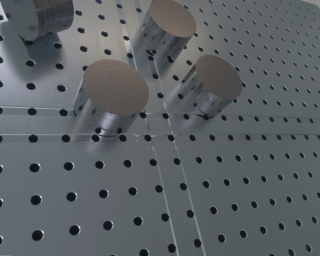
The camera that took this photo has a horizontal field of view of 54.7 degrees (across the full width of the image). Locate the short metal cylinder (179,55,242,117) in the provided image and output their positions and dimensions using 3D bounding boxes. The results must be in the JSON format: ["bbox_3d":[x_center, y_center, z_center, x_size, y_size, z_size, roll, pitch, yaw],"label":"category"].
[{"bbox_3d":[0.077,-0.064,0.472,0.081,0.050,0.080,14,56,-21],"label":"short metal cylinder"}]

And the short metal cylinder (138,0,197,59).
[{"bbox_3d":[0.011,-0.158,0.494,0.081,0.050,0.080,14,56,-21],"label":"short metal cylinder"}]

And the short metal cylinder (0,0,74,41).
[{"bbox_3d":[-0.154,-0.155,0.385,0.080,0.080,0.050,49,51,6],"label":"short metal cylinder"}]

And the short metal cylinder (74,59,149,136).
[{"bbox_3d":[-0.060,-0.037,0.382,0.081,0.050,0.080,14,56,-21],"label":"short metal cylinder"}]
